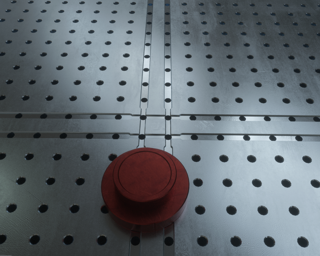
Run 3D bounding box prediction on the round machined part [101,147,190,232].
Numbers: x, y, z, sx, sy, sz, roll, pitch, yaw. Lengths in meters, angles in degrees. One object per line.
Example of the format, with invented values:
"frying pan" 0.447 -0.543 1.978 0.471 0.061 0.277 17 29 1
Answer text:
"round machined part" -0.016 0.061 0.345 0.099 0.042 0.098 0 50 0
